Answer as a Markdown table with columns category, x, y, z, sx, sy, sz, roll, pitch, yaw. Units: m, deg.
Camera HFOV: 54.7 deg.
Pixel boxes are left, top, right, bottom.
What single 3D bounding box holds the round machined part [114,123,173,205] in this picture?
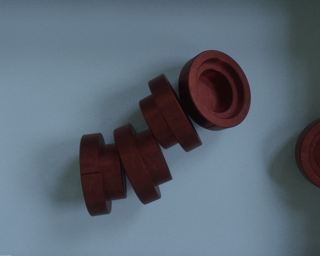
| category | x | y | z | sx | sy | sz | roll | pitch | yaw |
| --- | --- | --- | --- | --- | --- | --- | --- | --- | --- |
| round machined part | -0.017 | 0.039 | 0.375 | 0.042 | 0.098 | 0.098 | -23 | 90 | 0 |

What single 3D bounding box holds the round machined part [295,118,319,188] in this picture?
| category | x | y | z | sx | sy | sz | roll | pitch | yaw |
| --- | --- | --- | --- | --- | --- | --- | --- | --- | --- |
| round machined part | 0.226 | 0.033 | 0.402 | 0.099 | 0.042 | 0.097 | 0 | 90 | 6 |

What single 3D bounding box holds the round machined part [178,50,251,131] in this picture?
| category | x | y | z | sx | sy | sz | roll | pitch | yaw |
| --- | --- | --- | --- | --- | --- | --- | --- | --- | --- |
| round machined part | 0.064 | -0.044 | 0.389 | 0.099 | 0.042 | 0.098 | 8 | 75 | -29 |

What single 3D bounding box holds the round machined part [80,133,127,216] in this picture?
| category | x | y | z | sx | sy | sz | roll | pitch | yaw |
| --- | --- | --- | --- | --- | --- | --- | --- | --- | --- |
| round machined part | -0.065 | 0.054 | 0.374 | 0.042 | 0.098 | 0.097 | -7 | 90 | -4 |

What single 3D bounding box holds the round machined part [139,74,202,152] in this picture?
| category | x | y | z | sx | sy | sz | roll | pitch | yaw |
| --- | --- | --- | --- | --- | --- | --- | --- | --- | --- |
| round machined part | 0.009 | -0.013 | 0.376 | 0.042 | 0.098 | 0.098 | -29 | 90 | 7 |
